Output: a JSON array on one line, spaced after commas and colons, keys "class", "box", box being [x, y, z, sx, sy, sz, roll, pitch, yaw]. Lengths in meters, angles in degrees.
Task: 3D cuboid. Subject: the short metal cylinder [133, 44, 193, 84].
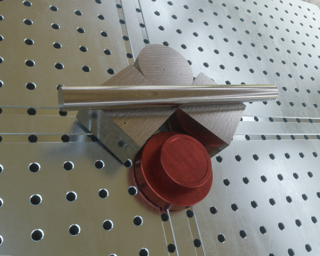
[{"class": "short metal cylinder", "box": [-0.001, -0.068, 0.428, 0.081, 0.050, 0.080, 14, 56, -21]}]

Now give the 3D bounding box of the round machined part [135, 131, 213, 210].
[{"class": "round machined part", "box": [0.023, 0.046, 0.376, 0.099, 0.042, 0.098, 14, 56, -21]}]

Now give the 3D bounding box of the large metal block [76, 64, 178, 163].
[{"class": "large metal block", "box": [-0.040, -0.019, 0.377, 0.080, 0.050, 0.080, 44, 51, 0]}]

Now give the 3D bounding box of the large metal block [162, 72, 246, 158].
[{"class": "large metal block", "box": [0.062, -0.017, 0.428, 0.080, 0.050, 0.080, 36, 52, -4]}]

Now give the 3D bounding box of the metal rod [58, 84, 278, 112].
[{"class": "metal rod", "box": [0.033, -0.040, 0.379, 0.303, 0.025, 0.025, -5, 64, -30]}]
